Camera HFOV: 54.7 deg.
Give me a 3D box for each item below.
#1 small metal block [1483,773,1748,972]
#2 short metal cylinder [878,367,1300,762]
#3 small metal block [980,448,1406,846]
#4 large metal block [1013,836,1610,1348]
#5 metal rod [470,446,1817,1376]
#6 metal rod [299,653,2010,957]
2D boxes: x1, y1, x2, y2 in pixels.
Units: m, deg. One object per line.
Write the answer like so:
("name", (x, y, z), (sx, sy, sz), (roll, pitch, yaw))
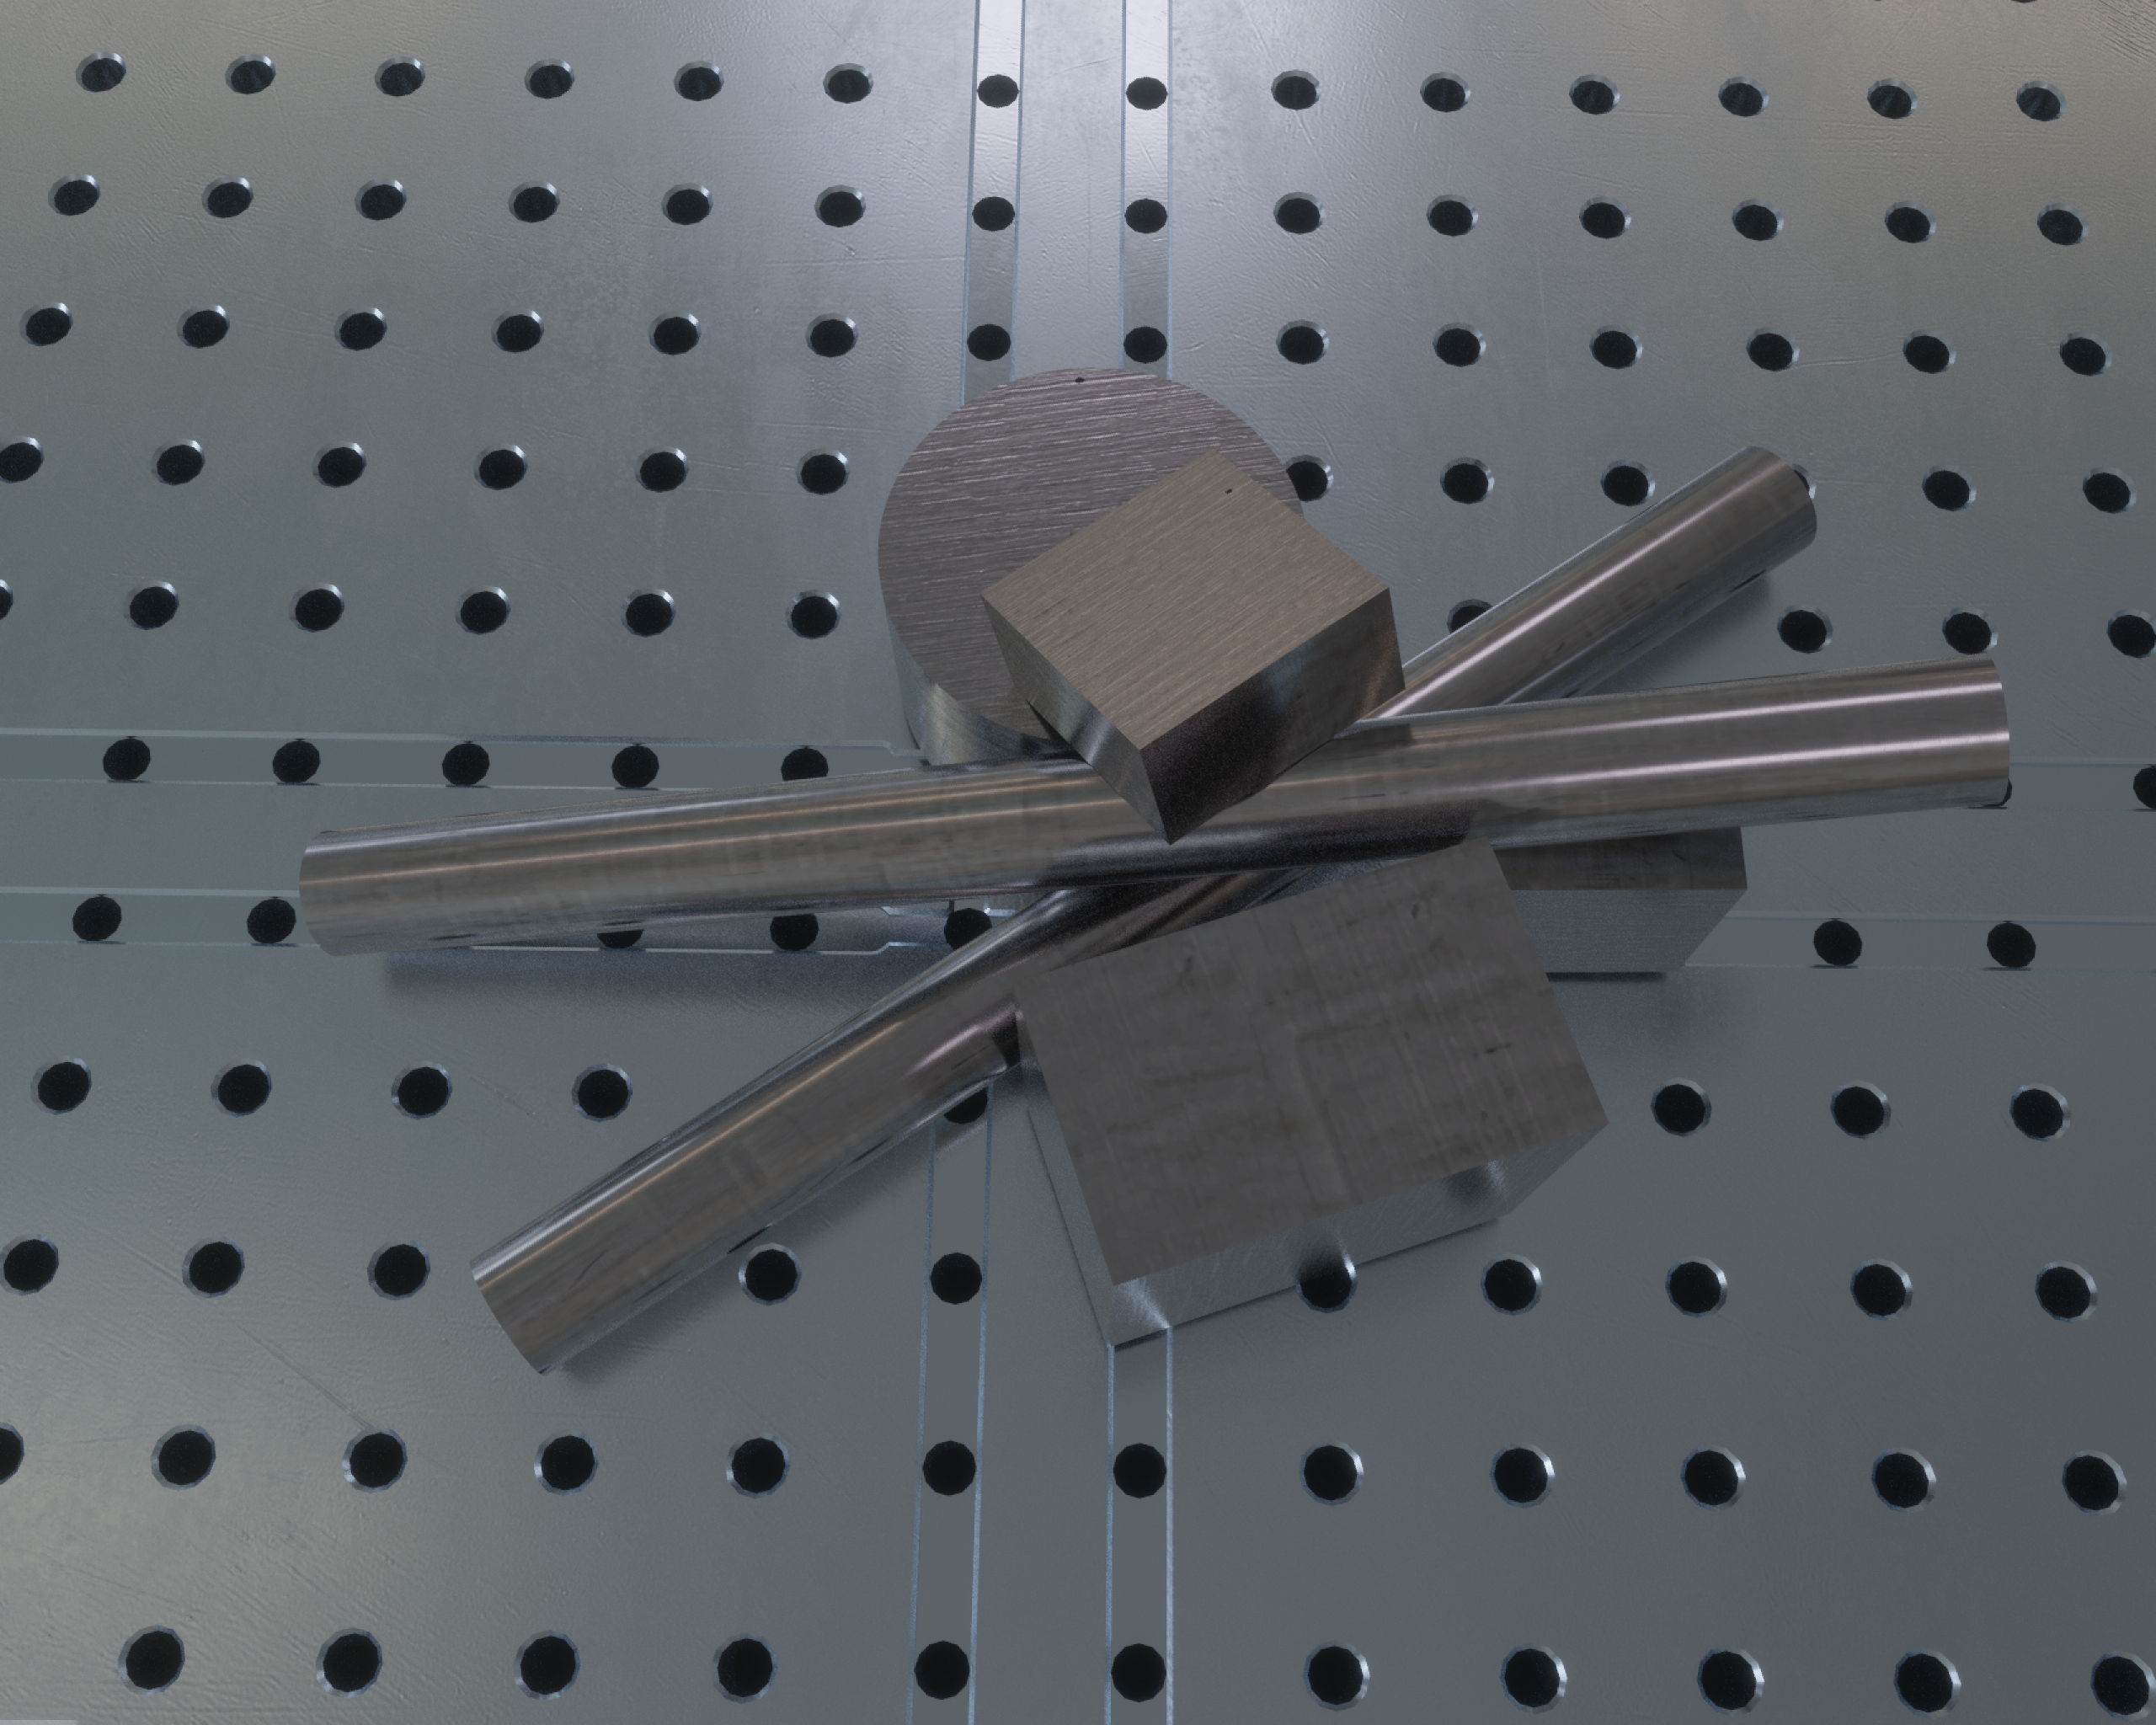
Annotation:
("small metal block", (0.093, 0.002, 0.395), (0.050, 0.050, 0.025), (0, 70, 1))
("short metal cylinder", (0.003, -0.050, 0.413), (0.081, 0.050, 0.080), (0, 69, 0))
("small metal block", (0.020, -0.038, 0.360), (0.050, 0.025, 0.050), (-34, 51, -11))
("large metal block", (0.036, 0.043, 0.362), (0.081, 0.080, 0.050), (-17, 71, -6))
("metal rod", (0.021, 0.003, 0.408), (0.301, 0.025, 0.025), (-33, 73, -11))
("metal rod", (0.003, -0.008, 0.373), (0.301, 0.025, 0.025), (-5, 70, 12))
